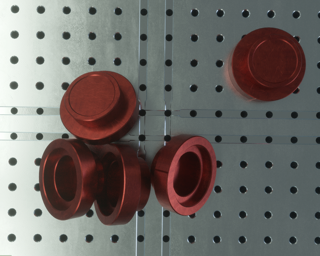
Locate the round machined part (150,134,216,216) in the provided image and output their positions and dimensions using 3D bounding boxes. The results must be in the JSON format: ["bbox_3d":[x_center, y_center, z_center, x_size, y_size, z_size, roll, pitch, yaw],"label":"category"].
[{"bbox_3d":[0.026,0.056,0.388,0.042,0.099,0.097,8,90,43],"label":"round machined part"}]

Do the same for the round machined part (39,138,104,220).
[{"bbox_3d":[-0.107,0.062,0.387,0.098,0.042,0.097,-2,87,41],"label":"round machined part"}]

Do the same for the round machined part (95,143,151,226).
[{"bbox_3d":[-0.046,0.069,0.384,0.042,0.098,0.097,7,90,-31],"label":"round machined part"}]

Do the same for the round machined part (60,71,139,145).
[{"bbox_3d":[-0.078,-0.031,0.385,0.099,0.042,0.098,-3,66,7],"label":"round machined part"}]

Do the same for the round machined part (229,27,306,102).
[{"bbox_3d":[0.144,-0.084,0.407,0.099,0.042,0.097,0,90,-1],"label":"round machined part"}]
